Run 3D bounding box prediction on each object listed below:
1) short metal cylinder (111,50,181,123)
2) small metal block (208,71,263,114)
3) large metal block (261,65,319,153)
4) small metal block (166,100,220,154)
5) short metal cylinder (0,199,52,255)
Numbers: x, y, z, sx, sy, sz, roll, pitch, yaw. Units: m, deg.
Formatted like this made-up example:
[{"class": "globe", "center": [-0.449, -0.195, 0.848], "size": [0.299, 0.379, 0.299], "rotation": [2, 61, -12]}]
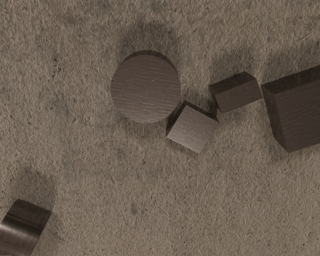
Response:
[{"class": "short metal cylinder", "center": [-0.016, -0.052, 0.377], "size": [0.081, 0.050, 0.079], "rotation": [0, 110, -1]}, {"class": "small metal block", "center": [0.091, -0.045, 0.381], "size": [0.050, 0.050, 0.025], "rotation": [-22, 109, 7]}, {"class": "large metal block", "center": [0.183, -0.025, 0.390], "size": [0.080, 0.050, 0.080], "rotation": [-19, 109, 6]}, {"class": "small metal block", "center": [0.042, -0.002, 0.410], "size": [0.050, 0.025, 0.050], "rotation": [28, 108, -10]}, {"class": "short metal cylinder", "center": [-0.193, 0.146, 0.432], "size": [0.050, 0.080, 0.080], "rotation": [26, 108, -10]}]
